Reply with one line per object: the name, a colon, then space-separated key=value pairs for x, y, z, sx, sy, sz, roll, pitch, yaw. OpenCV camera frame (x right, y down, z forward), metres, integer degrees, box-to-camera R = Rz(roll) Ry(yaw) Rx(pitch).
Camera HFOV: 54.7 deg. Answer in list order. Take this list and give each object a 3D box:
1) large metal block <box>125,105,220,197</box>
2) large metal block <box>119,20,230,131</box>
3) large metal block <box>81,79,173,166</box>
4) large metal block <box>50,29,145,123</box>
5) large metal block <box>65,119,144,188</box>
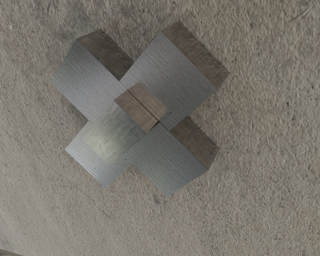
large metal block: x=0.015 y=0.030 z=0.401 sx=0.080 sy=0.050 sz=0.080 roll=45 pitch=129 yaw=-4
large metal block: x=0.016 y=-0.057 z=0.346 sx=0.080 sy=0.050 sz=0.080 roll=45 pitch=129 yaw=-4
large metal block: x=-0.038 y=-0.010 z=0.385 sx=0.050 sy=0.080 sz=0.080 roll=45 pitch=129 yaw=-4
large metal block: x=-0.078 y=-0.063 z=0.392 sx=0.080 sy=0.050 sz=0.080 roll=45 pitch=129 yaw=-4
large metal block: x=-0.076 y=0.027 z=0.446 sx=0.080 sy=0.050 sz=0.080 roll=45 pitch=129 yaw=-4
